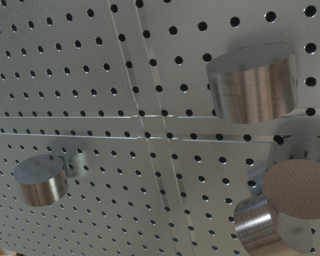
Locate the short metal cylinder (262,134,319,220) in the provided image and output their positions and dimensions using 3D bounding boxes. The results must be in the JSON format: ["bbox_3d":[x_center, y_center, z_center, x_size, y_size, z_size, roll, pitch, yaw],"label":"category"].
[{"bbox_3d":[0.159,0.054,0.344,0.080,0.050,0.079,13,124,20],"label":"short metal cylinder"}]

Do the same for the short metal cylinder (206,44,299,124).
[{"bbox_3d":[0.089,-0.045,0.301,0.080,0.080,0.050,-3,117,29],"label":"short metal cylinder"}]

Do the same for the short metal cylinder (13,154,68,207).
[{"bbox_3d":[-0.204,0.089,0.536,0.080,0.080,0.050,12,124,21],"label":"short metal cylinder"}]

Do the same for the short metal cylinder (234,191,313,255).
[{"bbox_3d":[0.137,0.117,0.376,0.080,0.080,0.050,46,129,-5],"label":"short metal cylinder"}]
